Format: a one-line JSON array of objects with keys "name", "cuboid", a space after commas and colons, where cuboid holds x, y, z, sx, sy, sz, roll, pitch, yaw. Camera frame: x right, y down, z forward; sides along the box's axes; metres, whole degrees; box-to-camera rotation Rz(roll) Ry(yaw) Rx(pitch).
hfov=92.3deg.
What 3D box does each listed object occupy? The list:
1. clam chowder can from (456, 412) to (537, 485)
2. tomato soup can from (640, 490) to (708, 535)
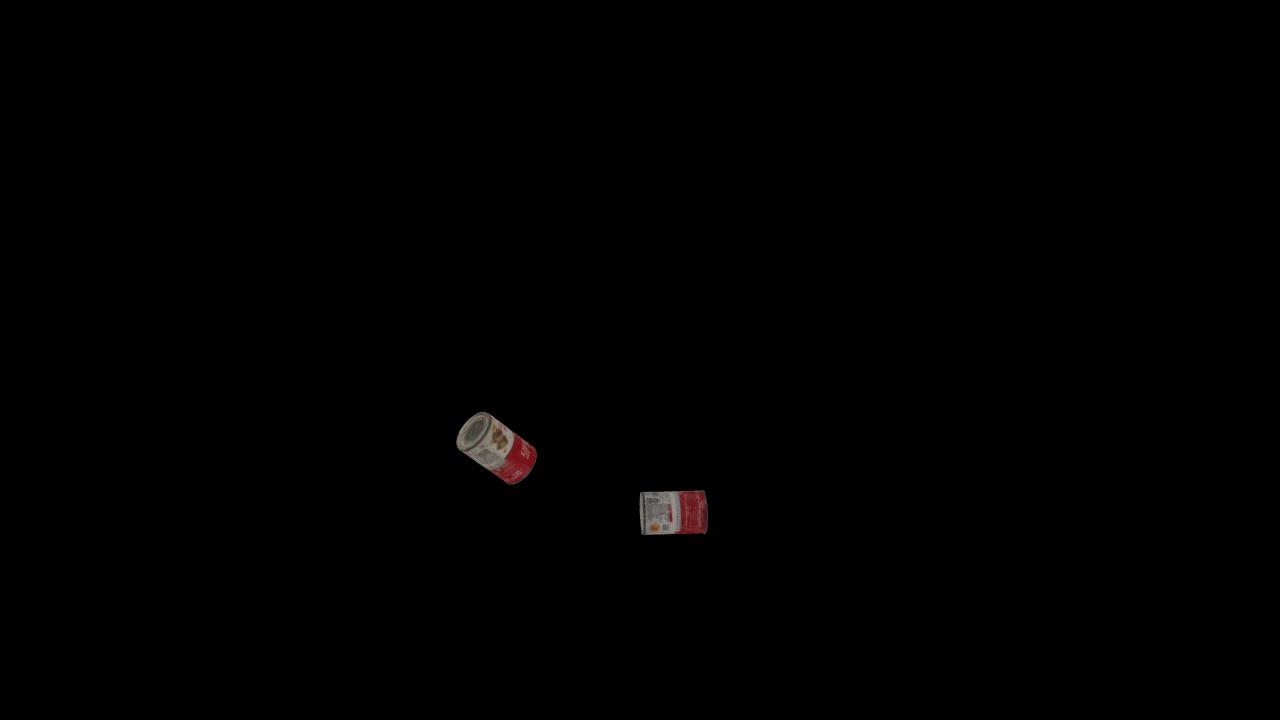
[{"name": "clam chowder can", "cuboid": [-0.212, 0.130, 0.910, 0.068, 0.068, 0.102, 0, -35, 44]}, {"name": "tomato soup can", "cuboid": [0.051, 0.240, 0.967, 0.101, 0.068, 0.068, -1, 0, -5]}]
